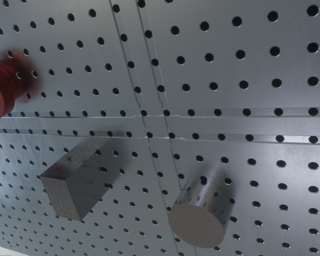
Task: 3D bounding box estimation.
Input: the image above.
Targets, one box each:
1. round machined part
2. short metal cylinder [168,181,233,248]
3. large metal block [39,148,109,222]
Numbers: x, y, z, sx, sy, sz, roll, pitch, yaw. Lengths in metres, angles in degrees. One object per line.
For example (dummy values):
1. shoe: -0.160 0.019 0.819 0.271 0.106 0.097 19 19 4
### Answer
1. round machined part: -0.274 -0.066 0.504 0.098 0.042 0.097 13 124 21
2. short metal cylinder: 0.058 0.122 0.440 0.080 0.050 0.079 13 124 21
3. large metal block: -0.135 0.089 0.502 0.050 0.080 0.079 3 120 26
